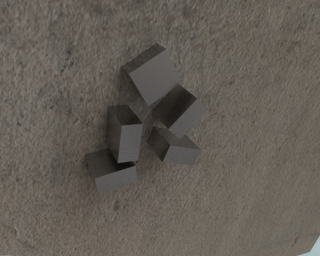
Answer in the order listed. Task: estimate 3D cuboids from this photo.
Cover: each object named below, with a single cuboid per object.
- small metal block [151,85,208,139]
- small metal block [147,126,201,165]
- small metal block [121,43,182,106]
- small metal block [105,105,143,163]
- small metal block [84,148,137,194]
[{"bbox_3d":[0.024,-0.022,0.391,0.050,0.050,0.025,-47,130,4],"label":"small metal block"},{"bbox_3d":[0.018,0.024,0.417,0.050,0.050,0.025,10,113,-33],"label":"small metal block"},{"bbox_3d":[-0.009,-0.062,0.365,0.050,0.025,0.050,-35,129,-5],"label":"small metal block"},{"bbox_3d":[-0.044,0.006,0.371,0.025,0.050,0.050,-5,121,-26],"label":"small metal block"},{"bbox_3d":[-0.062,0.050,0.389,0.050,0.050,0.025,-16,125,-20],"label":"small metal block"}]
